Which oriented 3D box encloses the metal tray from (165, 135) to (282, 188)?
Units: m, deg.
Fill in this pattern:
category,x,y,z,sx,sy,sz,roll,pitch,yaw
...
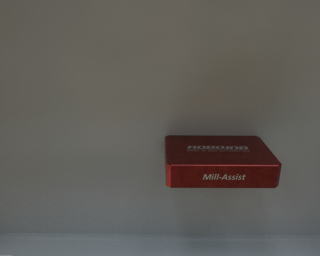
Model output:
category,x,y,z,sx,sy,sz,roll,pitch,yaw
metal tray,0.072,0.040,0.392,0.131,0.090,0.030,0,110,-1
